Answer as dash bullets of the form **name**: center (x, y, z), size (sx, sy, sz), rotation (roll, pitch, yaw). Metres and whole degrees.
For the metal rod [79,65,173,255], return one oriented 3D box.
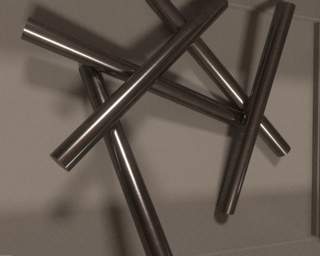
- **metal rod**: center (-0.031, 0.057, 0.335), size (0.025, 0.025, 0.299), rotation (-17, 71, -20)

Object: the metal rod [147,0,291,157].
- **metal rod**: center (0.092, -0.069, 0.445), size (0.300, 0.025, 0.025), rotation (46, 76, -15)

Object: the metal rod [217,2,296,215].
- **metal rod**: center (0.133, -0.023, 0.434), size (0.025, 0.025, 0.298), rotation (13, 96, -20)

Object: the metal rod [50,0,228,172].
- **metal rod**: center (-0.008, -0.069, 0.364), size (0.025, 0.025, 0.301), rotation (48, 65, -14)

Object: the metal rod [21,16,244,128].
- **metal rod**: center (-0.013, -0.059, 0.390), size (0.302, 0.025, 0.025), rotation (20, 83, -25)
